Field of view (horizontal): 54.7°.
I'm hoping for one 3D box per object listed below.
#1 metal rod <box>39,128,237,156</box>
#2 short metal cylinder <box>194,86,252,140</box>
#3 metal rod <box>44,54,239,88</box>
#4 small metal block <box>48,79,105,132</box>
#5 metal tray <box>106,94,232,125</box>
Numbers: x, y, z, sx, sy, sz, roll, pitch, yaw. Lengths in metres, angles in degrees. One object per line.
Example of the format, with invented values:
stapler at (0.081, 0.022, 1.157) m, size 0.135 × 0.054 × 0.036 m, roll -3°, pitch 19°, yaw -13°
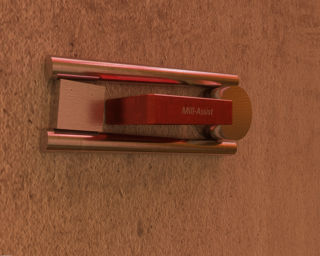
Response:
metal rod at (-0.001, 0.023, 0.406) m, size 0.302 × 0.025 × 0.025 m, roll 5°, pitch 87°, yaw -40°
short metal cylinder at (0.095, -0.022, 0.469) m, size 0.081 × 0.050 × 0.079 m, roll 0°, pitch 90°, yaw -40°
metal rod at (0.003, -0.069, 0.409) m, size 0.302 × 0.025 × 0.025 m, roll -4°, pitch 93°, yaw -40°
small metal block at (-0.089, -0.023, 0.332) m, size 0.050 × 0.025 × 0.050 m, roll 5°, pitch 87°, yaw -40°
metal tray at (0.013, -0.019, 0.373) m, size 0.131 × 0.090 × 0.030 m, roll 0°, pitch 90°, yaw -40°
